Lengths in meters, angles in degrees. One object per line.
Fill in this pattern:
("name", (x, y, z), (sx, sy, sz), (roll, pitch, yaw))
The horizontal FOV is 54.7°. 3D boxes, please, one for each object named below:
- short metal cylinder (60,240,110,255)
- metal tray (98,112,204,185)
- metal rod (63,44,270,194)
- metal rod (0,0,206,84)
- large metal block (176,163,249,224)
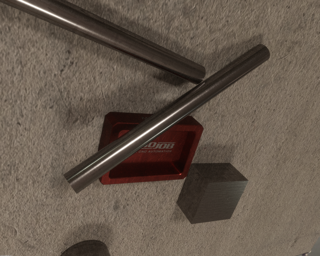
("short metal cylinder", (-0.110, 0.217, 0.466), (0.081, 0.050, 0.079), (-14, 125, -21))
("metal tray", (-0.014, 0.027, 0.414), (0.131, 0.030, 0.089), (2, 118, -30))
("metal rod", (0.022, -0.022, 0.375), (0.302, 0.025, 0.025), (-35, 130, -18))
("metal rod", (-0.070, -0.101, 0.306), (0.302, 0.025, 0.025), (16, 110, -35))
("large metal block", (0.084, 0.104, 0.503), (0.081, 0.050, 0.079), (3, 117, -30))
